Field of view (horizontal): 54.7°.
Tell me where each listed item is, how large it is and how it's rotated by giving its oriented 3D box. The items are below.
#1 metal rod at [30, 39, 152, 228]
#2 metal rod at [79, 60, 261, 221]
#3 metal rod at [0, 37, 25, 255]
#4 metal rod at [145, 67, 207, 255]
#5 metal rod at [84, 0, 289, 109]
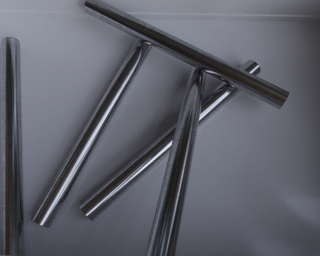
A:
[{"bbox_3d":[-0.078,-0.014,0.413,0.025,0.025,0.300,24,71,8],"label":"metal rod"},{"bbox_3d":[0.023,0.008,0.407,0.301,0.025,0.025,-40,75,-14],"label":"metal rod"},{"bbox_3d":[-0.193,0.013,0.402,0.025,0.025,0.299,-9,70,-4],"label":"metal rod"},{"bbox_3d":[0.025,0.023,0.338,0.025,0.025,0.300,12,46,4],"label":"metal rod"},{"bbox_3d":[0.029,-0.106,0.421,0.301,0.025,0.025,29,72,9],"label":"metal rod"}]
